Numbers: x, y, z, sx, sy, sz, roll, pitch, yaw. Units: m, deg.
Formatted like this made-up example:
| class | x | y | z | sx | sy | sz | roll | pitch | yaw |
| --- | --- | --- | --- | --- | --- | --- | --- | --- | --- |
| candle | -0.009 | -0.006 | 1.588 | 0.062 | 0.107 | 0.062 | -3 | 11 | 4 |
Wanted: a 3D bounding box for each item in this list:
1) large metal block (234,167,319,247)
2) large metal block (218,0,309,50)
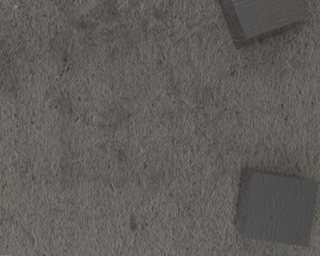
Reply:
| class | x | y | z | sx | sy | sz | roll | pitch | yaw |
| --- | --- | --- | --- | --- | --- | --- | --- | --- | --- |
| large metal block | 0.146 | 0.099 | 0.399 | 0.080 | 0.050 | 0.080 | 8 | 90 | 0 |
| large metal block | 0.128 | -0.158 | 0.398 | 0.080 | 0.050 | 0.080 | -20 | 90 | 0 |
